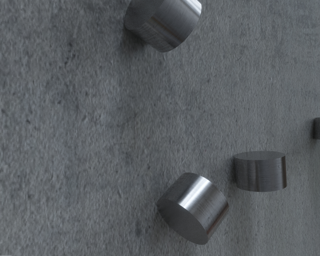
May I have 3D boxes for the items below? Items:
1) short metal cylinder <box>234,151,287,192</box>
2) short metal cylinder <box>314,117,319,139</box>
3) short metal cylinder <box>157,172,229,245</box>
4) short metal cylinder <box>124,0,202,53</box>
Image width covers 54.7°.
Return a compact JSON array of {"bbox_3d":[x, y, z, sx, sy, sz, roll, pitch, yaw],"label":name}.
[{"bbox_3d":[0.165,0.069,0.511,0.081,0.080,0.050,-9,96,-40],"label":"short metal cylinder"},{"bbox_3d":[0.397,0.003,0.707,0.081,0.080,0.050,3,88,-40],"label":"short metal cylinder"},{"bbox_3d":[0.043,0.105,0.407,0.050,0.080,0.080,-43,116,-32],"label":"short metal cylinder"},{"bbox_3d":[0.002,-0.139,0.372,0.050,0.080,0.080,29,72,-37],"label":"short metal cylinder"}]
